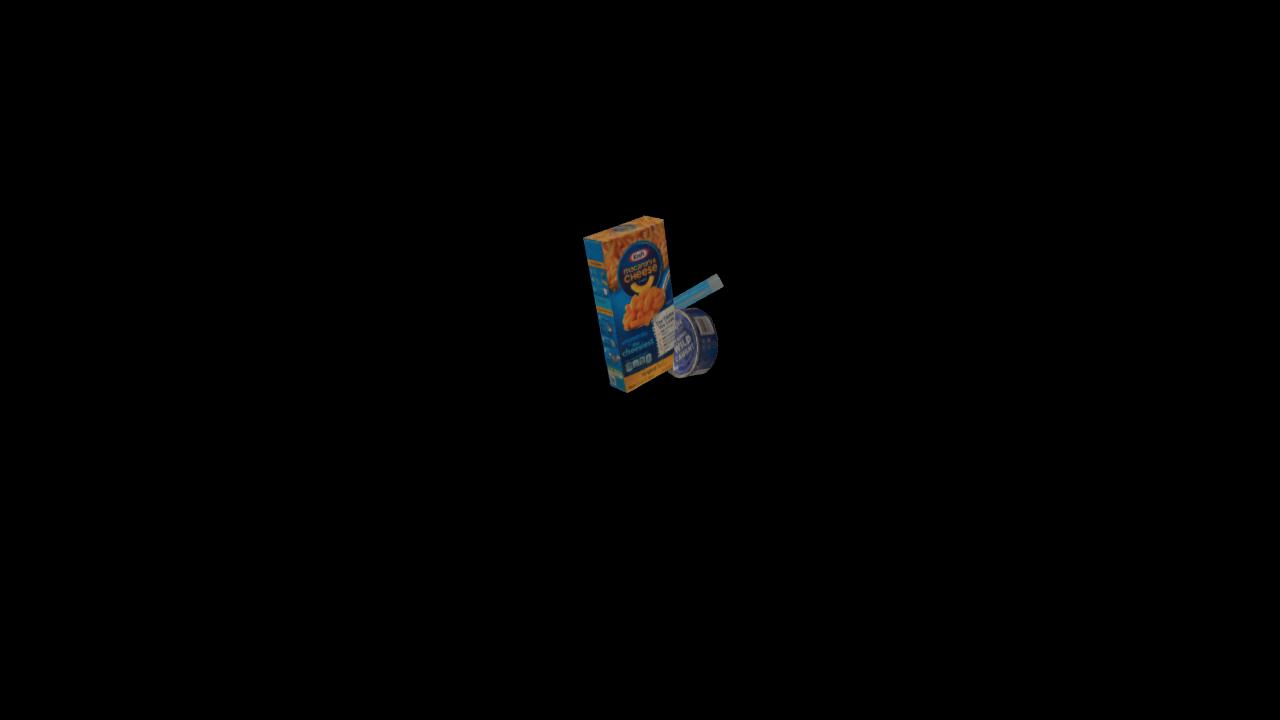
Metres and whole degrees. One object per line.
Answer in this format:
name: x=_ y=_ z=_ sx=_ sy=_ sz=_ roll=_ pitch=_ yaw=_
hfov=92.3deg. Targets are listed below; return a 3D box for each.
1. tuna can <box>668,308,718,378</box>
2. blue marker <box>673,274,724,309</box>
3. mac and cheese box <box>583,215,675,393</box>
tuna can: x=0.057 y=-0.022 z=0.747 sx=0.034 sy=0.084 sz=0.084 roll=-8 pitch=4 yaw=-31
blue marker: x=0.045 y=-0.068 z=0.751 sx=0.121 sy=0.020 sz=0.020 roll=-29 pitch=-3 yaw=5
mac and cheese box: x=-0.005 y=-0.064 z=0.715 sx=0.093 sy=0.184 sz=0.041 roll=-27 pitch=32 yaw=-31
